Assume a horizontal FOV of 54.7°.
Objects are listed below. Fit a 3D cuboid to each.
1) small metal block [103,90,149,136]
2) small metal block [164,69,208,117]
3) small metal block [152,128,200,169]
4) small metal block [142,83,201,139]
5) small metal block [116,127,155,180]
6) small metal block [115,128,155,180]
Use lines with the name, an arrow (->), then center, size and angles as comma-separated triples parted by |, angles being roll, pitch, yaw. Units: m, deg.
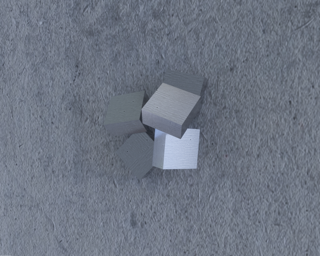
small metal block -> -0.042, -0.019, 0.411 | 0.050, 0.025, 0.050 | -8, 50, 19
small metal block -> 0.030, -0.045, 0.399 | 0.050, 0.025, 0.050 | 15, 95, 19
small metal block -> 0.020, 0.024, 0.387 | 0.025, 0.050, 0.050 | 6, 92, 58
small metal block -> 0.014, -0.021, 0.364 | 0.050, 0.025, 0.050 | 23, 54, 18
small metal block -> -0.022, 0.033, 0.417 | 0.050, 0.025, 0.050 | -46, 76, 14
small metal block -> -0.022, 0.033, 0.417 | 0.050, 0.025, 0.050 | -46, 76, 14
